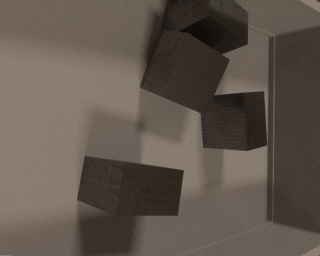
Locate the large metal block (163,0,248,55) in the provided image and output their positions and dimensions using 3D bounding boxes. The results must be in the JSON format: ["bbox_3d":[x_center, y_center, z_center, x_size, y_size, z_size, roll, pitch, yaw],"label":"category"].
[{"bbox_3d":[0.062,-0.139,0.421,0.080,0.080,0.050,19,69,-39],"label":"large metal block"}]

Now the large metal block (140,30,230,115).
[{"bbox_3d":[0.033,-0.071,0.405,0.080,0.050,0.080,19,97,-39],"label":"large metal block"}]

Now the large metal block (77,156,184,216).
[{"bbox_3d":[-0.033,0.064,0.345,0.081,0.080,0.050,14,82,-40],"label":"large metal block"}]

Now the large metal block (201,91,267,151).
[{"bbox_3d":[0.109,-0.011,0.465,0.050,0.080,0.079,-8,96,-40],"label":"large metal block"}]
